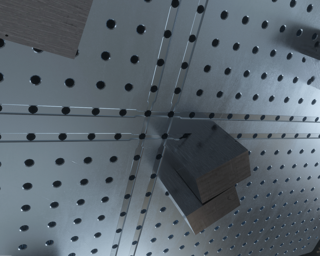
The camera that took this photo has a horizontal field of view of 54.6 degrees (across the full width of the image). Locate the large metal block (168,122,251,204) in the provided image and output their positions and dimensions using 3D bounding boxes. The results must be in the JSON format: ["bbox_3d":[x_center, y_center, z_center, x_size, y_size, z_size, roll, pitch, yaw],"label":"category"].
[{"bbox_3d":[0.069,0.046,0.441,0.080,0.080,0.050,-27,128,-12],"label":"large metal block"}]

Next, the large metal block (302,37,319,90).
[{"bbox_3d":[0.274,-0.090,0.469,0.050,0.080,0.080,-43,129,1],"label":"large metal block"}]

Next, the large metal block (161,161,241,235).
[{"bbox_3d":[0.060,0.097,0.468,0.080,0.080,0.050,-31,129,-9],"label":"large metal block"}]

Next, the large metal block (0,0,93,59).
[{"bbox_3d":[-0.106,-0.115,0.266,0.081,0.050,0.080,11,113,-33],"label":"large metal block"}]
